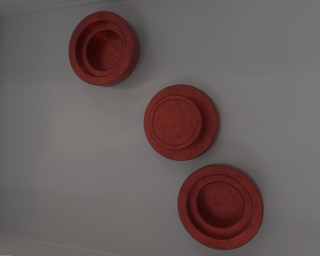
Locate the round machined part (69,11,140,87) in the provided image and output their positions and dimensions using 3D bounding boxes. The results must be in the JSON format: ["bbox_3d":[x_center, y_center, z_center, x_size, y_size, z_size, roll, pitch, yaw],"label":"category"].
[{"bbox_3d":[-0.072,-0.105,0.427,0.098,0.042,0.097,0,90,20],"label":"round machined part"}]

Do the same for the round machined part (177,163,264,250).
[{"bbox_3d":[0.074,0.091,0.375,0.098,0.042,0.097,0,90,20],"label":"round machined part"}]

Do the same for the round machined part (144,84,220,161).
[{"bbox_3d":[0.024,-0.007,0.393,0.098,0.042,0.097,0,90,20],"label":"round machined part"}]
